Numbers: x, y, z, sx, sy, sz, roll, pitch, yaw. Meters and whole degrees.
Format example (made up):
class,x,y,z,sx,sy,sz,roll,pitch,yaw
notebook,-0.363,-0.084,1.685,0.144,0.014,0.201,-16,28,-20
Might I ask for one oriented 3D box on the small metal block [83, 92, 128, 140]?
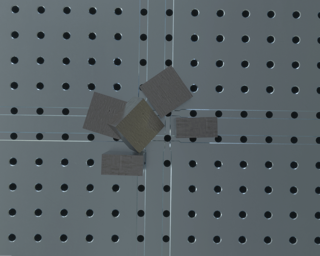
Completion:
class,x,y,z,sx,sy,sz,roll,pitch,yaw
small metal block,-0.069,-0.016,0.413,0.050,0.025,0.050,18,90,-1

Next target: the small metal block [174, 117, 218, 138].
class,x,y,z,sx,sy,sz,roll,pitch,yaw
small metal block,0.045,-0.001,0.402,0.050,0.050,0.025,-1,90,-1

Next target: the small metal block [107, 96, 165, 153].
class,x,y,z,sx,sy,sz,roll,pitch,yaw
small metal block,-0.030,-0.004,0.396,0.050,0.025,0.050,-48,122,-17

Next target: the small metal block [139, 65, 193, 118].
class,x,y,z,sx,sy,sz,roll,pitch,yaw
small metal block,0.008,-0.047,0.414,0.050,0.025,0.050,-35,90,0

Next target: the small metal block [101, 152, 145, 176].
class,x,y,z,sx,sy,sz,roll,pitch,yaw
small metal block,-0.046,0.045,0.400,0.050,0.050,0.025,2,90,-1
